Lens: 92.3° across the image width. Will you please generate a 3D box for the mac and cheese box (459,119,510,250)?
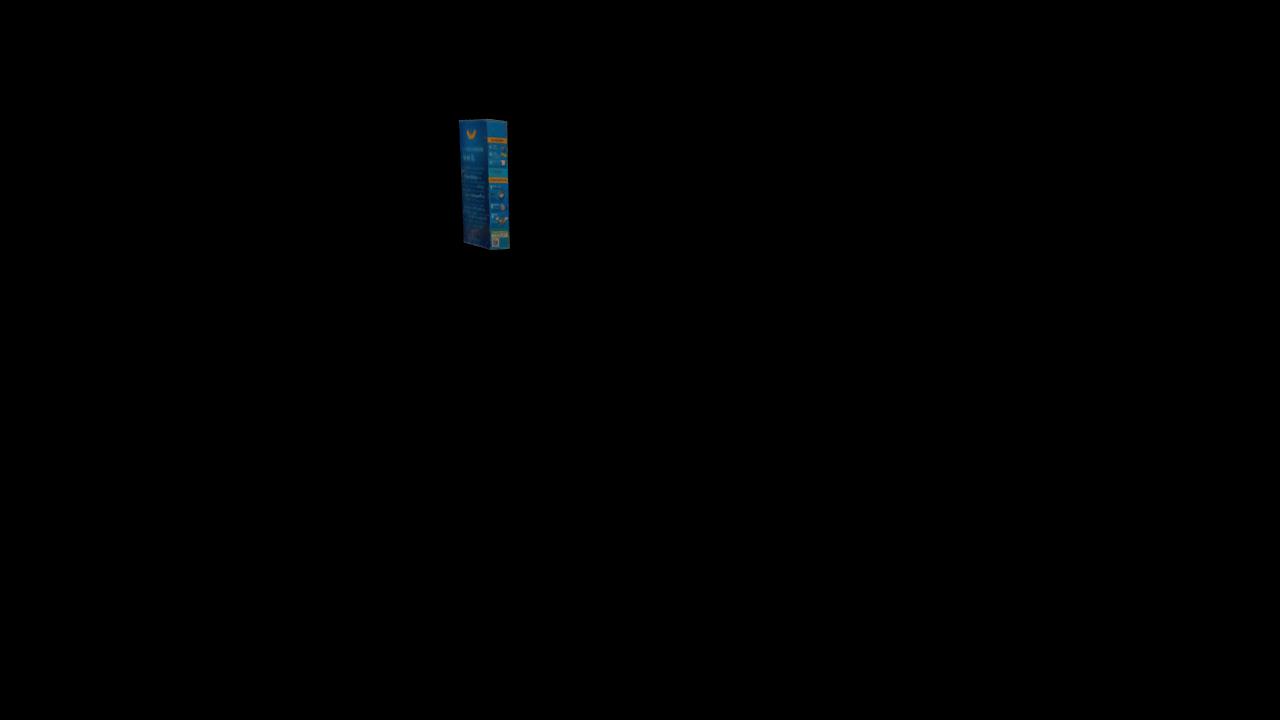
[{"bbox_3d":[-0.236,-0.266,0.935,0.041,0.184,0.093,-11,22,-38],"label":"mac and cheese box"}]
